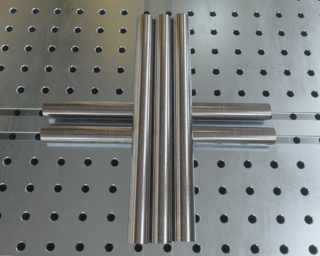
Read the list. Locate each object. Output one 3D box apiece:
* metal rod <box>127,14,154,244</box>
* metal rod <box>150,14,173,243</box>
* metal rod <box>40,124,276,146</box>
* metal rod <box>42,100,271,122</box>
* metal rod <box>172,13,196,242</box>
[{"bbox_3d":[-0.022,-0.014,0.390,0.025,0.025,0.299,1,70,0],"label":"metal rod"},{"bbox_3d":[0.003,-0.014,0.391,0.025,0.025,0.299,1,70,0],"label":"metal rod"},{"bbox_3d":[-0.002,0.009,0.408,0.302,0.025,0.025,1,70,0],"label":"metal rod"},{"bbox_3d":[-0.004,-0.023,0.420,0.302,0.025,0.025,1,70,0],"label":"metal rod"},{"bbox_3d":[0.028,-0.016,0.392,0.025,0.025,0.299,1,70,0],"label":"metal rod"}]
